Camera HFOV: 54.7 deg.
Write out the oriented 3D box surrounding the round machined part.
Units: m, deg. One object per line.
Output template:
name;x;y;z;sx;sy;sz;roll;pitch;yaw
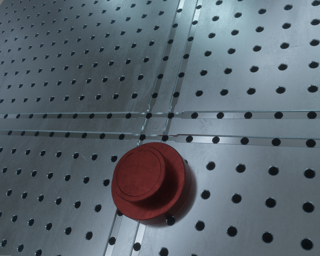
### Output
round machined part;-0.016;0.060;0.368;0.098;0.042;0.098;-13;56;20
